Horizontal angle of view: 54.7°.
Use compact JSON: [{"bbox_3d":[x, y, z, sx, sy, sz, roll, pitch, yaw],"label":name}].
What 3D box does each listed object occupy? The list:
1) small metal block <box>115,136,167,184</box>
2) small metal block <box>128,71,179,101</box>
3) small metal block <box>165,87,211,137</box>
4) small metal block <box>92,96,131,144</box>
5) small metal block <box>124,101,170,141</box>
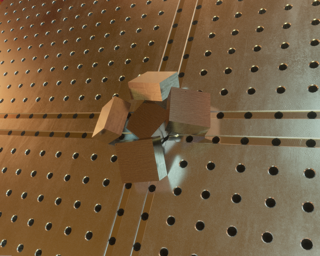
[{"bbox_3d":[-0.023,0.039,0.379,0.050,0.025,0.050,-9,94,23],"label":"small metal block"},{"bbox_3d":[-0.008,-0.059,0.431,0.050,0.025,0.050,6,29,31],"label":"small metal block"},{"bbox_3d":[0.035,-0.020,0.386,0.050,0.025,0.050,9,60,-7],"label":"small metal block"},{"bbox_3d":[-0.068,-0.010,0.434,0.050,0.025,0.050,-28,42,56],"label":"small metal block"},{"bbox_3d":[-0.013,-0.006,0.416,0.050,0.025,0.050,-49,52,-7],"label":"small metal block"}]
